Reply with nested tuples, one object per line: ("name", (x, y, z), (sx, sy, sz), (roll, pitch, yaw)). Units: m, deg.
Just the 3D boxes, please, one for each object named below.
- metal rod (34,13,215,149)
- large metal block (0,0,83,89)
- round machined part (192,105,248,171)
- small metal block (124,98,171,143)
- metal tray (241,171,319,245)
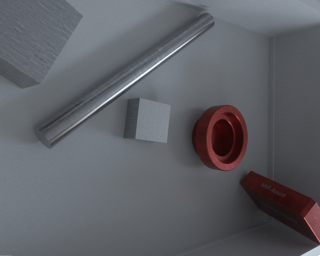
("metal rod", (-0.023, -0.076, 0.389), (0.302, 0.025, 0.025), (-43, 116, -32))
("large metal block", (-0.132, -0.093, 0.280), (0.080, 0.050, 0.080), (37, 67, -34))
("round machined part", (0.087, 0.015, 0.471), (0.099, 0.042, 0.097), (0, 90, -40))
("small metal block", (-0.016, -0.009, 0.395), (0.050, 0.025, 0.050), (10, 84, -40))
("metal tray", (0.204, 0.128, 0.511), (0.030, 0.130, 0.090), (-46, 119, -11))
